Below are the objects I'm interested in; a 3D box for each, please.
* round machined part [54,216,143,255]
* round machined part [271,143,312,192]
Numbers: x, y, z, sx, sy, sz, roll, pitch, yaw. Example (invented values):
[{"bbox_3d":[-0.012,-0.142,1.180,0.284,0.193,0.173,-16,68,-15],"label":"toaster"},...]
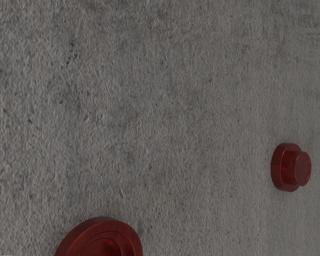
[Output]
[{"bbox_3d":[-0.070,0.145,0.335,0.099,0.042,0.097,0,90,-40],"label":"round machined part"},{"bbox_3d":[0.265,0.079,0.616,0.099,0.042,0.097,0,90,-40],"label":"round machined part"}]
